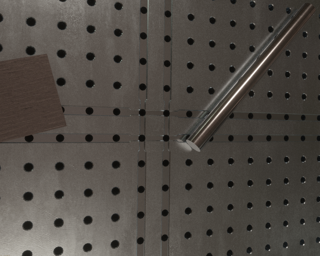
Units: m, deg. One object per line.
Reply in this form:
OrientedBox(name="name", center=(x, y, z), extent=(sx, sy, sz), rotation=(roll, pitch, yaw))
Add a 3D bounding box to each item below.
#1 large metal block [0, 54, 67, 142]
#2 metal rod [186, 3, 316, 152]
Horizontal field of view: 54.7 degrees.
OrientedBox(name="large metal block", center=(-0.156, -0.031, 0.342), extent=(0.081, 0.050, 0.080), rotation=(-16, 96, -20))
OrientedBox(name="metal rod", center=(0.143, -0.084, 0.467), extent=(0.025, 0.025, 0.301), rotation=(46, 76, -15))
